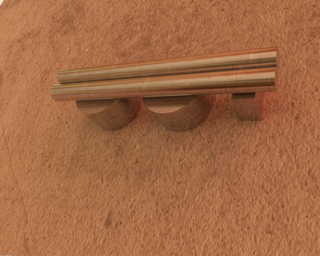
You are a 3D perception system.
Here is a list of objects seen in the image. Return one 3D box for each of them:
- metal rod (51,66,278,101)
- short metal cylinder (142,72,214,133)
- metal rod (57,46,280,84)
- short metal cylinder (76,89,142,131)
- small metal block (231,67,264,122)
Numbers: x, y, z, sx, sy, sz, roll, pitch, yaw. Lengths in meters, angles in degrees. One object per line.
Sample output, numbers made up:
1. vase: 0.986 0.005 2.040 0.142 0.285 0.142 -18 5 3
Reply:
1. metal rod: -0.016 -0.050 0.379 0.300 0.025 0.025 0 62 28
2. short metal cylinder: 0.023 -0.041 0.402 0.080 0.050 0.080 -13 56 21
3. metal rod: -0.011 -0.073 0.390 0.300 0.025 0.025 0 62 28
4. short metal cylinder: -0.074 -0.042 0.453 0.080 0.050 0.080 -13 56 21
5. small metal block: 0.104 -0.041 0.361 0.025 0.050 0.050 -1 61 27
